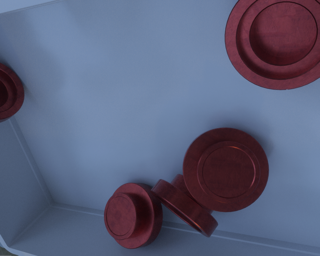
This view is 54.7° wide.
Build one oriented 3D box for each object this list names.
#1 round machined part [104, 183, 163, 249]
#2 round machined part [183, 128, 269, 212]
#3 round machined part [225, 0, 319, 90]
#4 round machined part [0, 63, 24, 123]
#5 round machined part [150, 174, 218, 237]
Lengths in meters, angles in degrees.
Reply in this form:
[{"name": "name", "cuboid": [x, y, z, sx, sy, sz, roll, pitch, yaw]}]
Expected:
[{"name": "round machined part", "cuboid": [-0.047, 0.133, 0.472, 0.098, 0.042, 0.098, -9, 75, 37]}, {"name": "round machined part", "cuboid": [0.075, 0.048, 0.355, 0.099, 0.042, 0.097, 0, 89, 3]}, {"name": "round machined part", "cuboid": [0.113, -0.088, 0.284, 0.098, 0.042, 0.097, 13, 124, 21]}, {"name": "round machined part", "cuboid": [-0.264, -0.052, 0.469, 0.042, 0.098, 0.098, -24, 106, 41]}, {"name": "round machined part", "cuboid": [0.038, 0.099, 0.419, 0.098, 0.042, 0.098, 36, 165, 12]}]
